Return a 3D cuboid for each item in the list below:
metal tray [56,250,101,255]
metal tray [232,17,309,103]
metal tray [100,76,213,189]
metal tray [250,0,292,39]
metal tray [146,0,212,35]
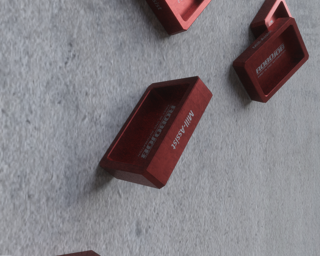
[{"bbox_3d":[-0.106,0.200,0.314,0.091,0.030,0.129,8,85,-40],"label":"metal tray"},{"bbox_3d":[0.197,-0.119,0.543,0.130,0.030,0.090,-44,119,-11],"label":"metal tray"},{"bbox_3d":[-0.005,0.001,0.360,0.030,0.090,0.130,45,63,-31],"label":"metal tray"},{"bbox_3d":[0.230,-0.175,0.597,0.130,0.030,0.090,49,61,-29],"label":"metal tray"},{"bbox_3d":[0.011,-0.203,0.411,0.130,0.030,0.090,50,60,-28],"label":"metal tray"}]
